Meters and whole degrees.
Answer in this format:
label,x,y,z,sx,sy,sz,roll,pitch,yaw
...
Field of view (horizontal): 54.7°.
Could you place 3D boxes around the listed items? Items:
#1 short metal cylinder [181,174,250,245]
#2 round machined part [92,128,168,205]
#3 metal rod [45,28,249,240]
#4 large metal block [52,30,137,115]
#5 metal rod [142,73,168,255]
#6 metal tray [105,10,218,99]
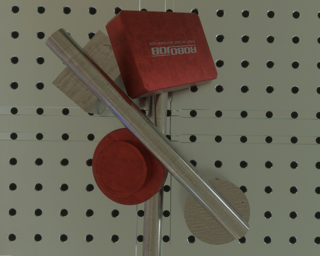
label,x,y,z,sx,sy,sz,roll,pitch,yaw
short metal cylinder,0.070,0.103,0.402,0.081,0.050,0.079,0,90,-1
round machined part,-0.042,0.049,0.389,0.098,0.042,0.097,0,90,17
metal rod,-0.007,0.013,0.343,0.025,0.025,0.300,-43,98,0
large metal block,-0.075,-0.064,0.386,0.050,0.080,0.080,41,90,-1
metal rod,-0.005,0.020,0.413,0.025,0.025,0.298,2,90,-1
metal tray,0.008,-0.090,0.372,0.131,0.030,0.090,-18,90,-42
